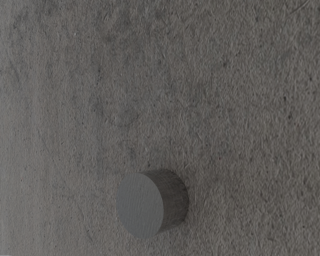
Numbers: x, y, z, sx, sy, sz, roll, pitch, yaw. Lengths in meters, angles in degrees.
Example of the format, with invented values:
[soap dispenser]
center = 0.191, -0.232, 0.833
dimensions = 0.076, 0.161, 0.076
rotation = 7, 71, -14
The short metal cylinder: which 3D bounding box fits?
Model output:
[short metal cylinder]
center = -0.010, 0.095, 0.398
dimensions = 0.080, 0.050, 0.080
rotation = 0, 90, 40
